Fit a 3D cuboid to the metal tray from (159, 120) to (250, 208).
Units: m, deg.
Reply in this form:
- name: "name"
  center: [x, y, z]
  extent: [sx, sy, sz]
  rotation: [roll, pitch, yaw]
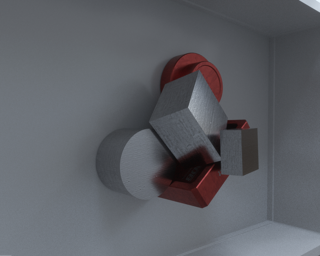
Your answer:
- name: "metal tray"
  center: [0.054, 0.040, 0.409]
  extent: [0.131, 0.090, 0.030]
  rotation: [-46, 117, -31]

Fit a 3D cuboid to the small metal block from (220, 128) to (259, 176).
- name: "small metal block"
  center: [0.093, 0.026, 0.361]
  extent: [0.050, 0.025, 0.050]
  rotation: [-4, 92, -53]

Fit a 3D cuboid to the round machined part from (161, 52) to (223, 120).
- name: "round machined part"
  center: [0.051, -0.058, 0.438]
  extent: [0.099, 0.042, 0.097]
  rotation: [0, 90, -40]

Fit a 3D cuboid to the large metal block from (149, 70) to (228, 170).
- name: "large metal block"
  center: [0.039, -0.010, 0.376]
  extent: [0.080, 0.050, 0.080]
  rotation: [54, 34, -27]

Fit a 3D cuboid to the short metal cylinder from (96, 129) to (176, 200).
- name: "short metal cylinder"
  center: [-0.027, 0.040, 0.367]
  extent: [0.081, 0.050, 0.079]
  rotation: [0, 90, -40]
